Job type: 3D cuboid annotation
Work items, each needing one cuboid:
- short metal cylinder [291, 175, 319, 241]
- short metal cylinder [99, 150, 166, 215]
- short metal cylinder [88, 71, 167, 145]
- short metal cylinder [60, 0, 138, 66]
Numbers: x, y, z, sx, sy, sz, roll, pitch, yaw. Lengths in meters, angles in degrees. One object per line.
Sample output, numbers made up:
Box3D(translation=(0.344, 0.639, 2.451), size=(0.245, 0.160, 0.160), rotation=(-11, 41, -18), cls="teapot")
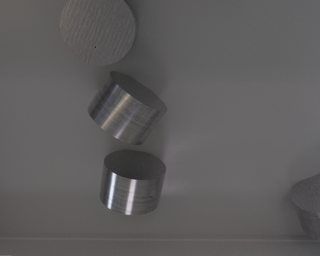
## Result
Box3D(translation=(0.229, 0.108, 0.424), size=(0.080, 0.080, 0.050), rotation=(-22, 109, 8), cls="short metal cylinder")
Box3D(translation=(-0.036, 0.069, 0.407), size=(0.081, 0.080, 0.050), rotation=(10, 110, -4), cls="short metal cylinder")
Box3D(translation=(-0.038, -0.024, 0.372), size=(0.080, 0.080, 0.050), rotation=(33, 107, -12), cls="short metal cylinder")
Box3D(translation=(-0.067, -0.115, 0.355), size=(0.081, 0.050, 0.079), rotation=(0, 110, 0), cls="short metal cylinder")
